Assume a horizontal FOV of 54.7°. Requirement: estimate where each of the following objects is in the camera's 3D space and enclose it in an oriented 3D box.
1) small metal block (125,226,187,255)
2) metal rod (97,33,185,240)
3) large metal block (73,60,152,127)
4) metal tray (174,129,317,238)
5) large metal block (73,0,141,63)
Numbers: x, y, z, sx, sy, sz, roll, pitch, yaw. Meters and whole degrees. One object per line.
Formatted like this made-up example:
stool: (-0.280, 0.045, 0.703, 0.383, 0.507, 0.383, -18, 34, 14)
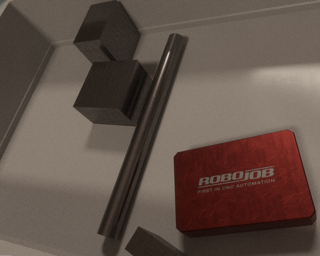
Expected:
small metal block: (0.001, 0.128, 0.310, 0.050, 0.050, 0.025, 23, 74, 36)
metal rod: (-0.018, -0.005, 0.416, 0.025, 0.025, 0.300, 4, 64, 30)
large metal block: (-0.067, -0.051, 0.455, 0.080, 0.050, 0.080, 4, 64, 29)
metal tray: (0.081, 0.059, 0.323, 0.130, 0.030, 0.090, -14, 56, 20)
large metal block: (-0.082, -0.143, 0.499, 0.050, 0.080, 0.080, 2, 63, 29)
